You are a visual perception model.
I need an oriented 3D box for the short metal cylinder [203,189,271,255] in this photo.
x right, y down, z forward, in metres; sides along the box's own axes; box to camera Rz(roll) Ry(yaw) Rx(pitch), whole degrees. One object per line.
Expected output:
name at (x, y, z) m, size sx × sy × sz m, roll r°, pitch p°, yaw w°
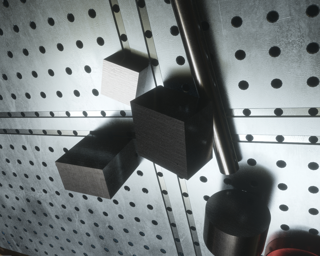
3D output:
short metal cylinder at (0.098, 0.126, 0.402) m, size 0.080 × 0.080 × 0.050 m, roll 13°, pitch 124°, yaw 21°

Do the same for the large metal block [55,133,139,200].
large metal block at (-0.090, 0.053, 0.456) m, size 0.080 × 0.080 × 0.050 m, roll 5°, pitch 121°, yaw 25°

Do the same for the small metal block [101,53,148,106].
small metal block at (-0.046, -0.061, 0.398) m, size 0.050 × 0.025 × 0.050 m, roll 23°, pitch 127°, yaw 14°

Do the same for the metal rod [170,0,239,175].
metal rod at (0.042, -0.078, 0.340) m, size 0.025 × 0.025 × 0.298 m, roll -6°, pitch 116°, yaw 31°

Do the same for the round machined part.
round machined part at (0.191, 0.200, 0.423) m, size 0.098 × 0.042 × 0.097 m, roll 13°, pitch 124°, yaw 21°

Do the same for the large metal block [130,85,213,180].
large metal block at (0.015, 0.003, 0.372) m, size 0.080 × 0.050 × 0.079 m, roll 23°, pitch 133°, yaw 37°
